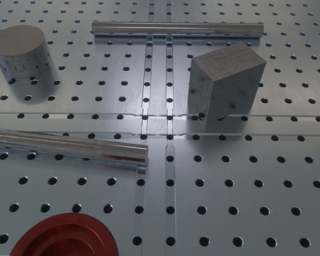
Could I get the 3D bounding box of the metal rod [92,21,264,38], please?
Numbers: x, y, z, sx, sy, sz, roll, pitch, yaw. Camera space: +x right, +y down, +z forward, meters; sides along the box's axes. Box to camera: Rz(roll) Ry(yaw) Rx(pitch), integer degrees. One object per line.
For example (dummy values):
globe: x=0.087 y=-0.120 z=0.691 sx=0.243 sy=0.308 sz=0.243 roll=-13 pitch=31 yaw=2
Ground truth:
metal rod: x=0.031 y=-0.177 z=0.556 sx=0.302 sy=0.025 sz=0.025 roll=1 pitch=50 yaw=0

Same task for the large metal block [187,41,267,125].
large metal block: x=0.088 y=-0.061 z=0.424 sx=0.081 sy=0.080 sz=0.050 roll=-22 pitch=54 yaw=-18

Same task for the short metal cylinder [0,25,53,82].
short metal cylinder: x=-0.217 y=-0.119 z=0.489 sx=0.081 sy=0.050 sz=0.080 roll=0 pitch=50 yaw=0

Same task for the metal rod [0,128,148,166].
metal rod: x=-0.166 y=0.017 z=0.391 sx=0.302 sy=0.025 sz=0.025 roll=6 pitch=50 yaw=5

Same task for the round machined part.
round machined part: x=-0.085 y=0.133 z=0.285 sx=0.099 sy=0.042 sz=0.098 roll=0 pitch=50 yaw=0
